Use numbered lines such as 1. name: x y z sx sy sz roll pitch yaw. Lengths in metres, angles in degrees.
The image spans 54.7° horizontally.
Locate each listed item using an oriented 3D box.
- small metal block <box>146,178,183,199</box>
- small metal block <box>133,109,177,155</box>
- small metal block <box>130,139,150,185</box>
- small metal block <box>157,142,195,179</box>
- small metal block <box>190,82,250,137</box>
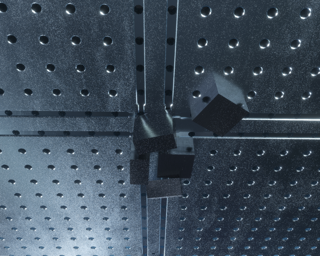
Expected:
1. small metal block: 0.008 0.094 0.476 0.050 0.025 0.050 -7 165 5
2. small metal block: -0.006 0.004 0.399 0.050 0.050 0.025 -10 130 8
3. small metal block: -0.028 0.044 0.432 0.025 0.050 0.050 3 130 -3
4. small metal block: 0.022 0.047 0.452 0.050 0.025 0.050 2 130 -3
5. small metal block: 0.075 -0.022 0.394 0.050 0.025 0.050 27 125 -22
